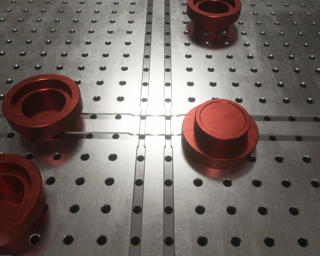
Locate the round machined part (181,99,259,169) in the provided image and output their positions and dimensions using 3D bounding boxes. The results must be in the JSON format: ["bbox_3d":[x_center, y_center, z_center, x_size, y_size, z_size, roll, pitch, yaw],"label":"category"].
[{"bbox_3d":[0.077,0.000,0.397,0.099,0.042,0.098,0,50,0],"label":"round machined part"}]

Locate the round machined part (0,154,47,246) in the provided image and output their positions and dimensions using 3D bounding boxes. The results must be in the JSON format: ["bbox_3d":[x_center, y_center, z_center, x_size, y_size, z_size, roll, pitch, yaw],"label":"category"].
[{"bbox_3d":[-0.170,0.079,0.328,0.099,0.042,0.098,0,50,0],"label":"round machined part"}]

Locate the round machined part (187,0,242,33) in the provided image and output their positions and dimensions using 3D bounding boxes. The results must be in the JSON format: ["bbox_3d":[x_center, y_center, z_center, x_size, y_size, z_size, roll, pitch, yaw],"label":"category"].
[{"bbox_3d":[0.099,-0.215,0.578,0.099,0.042,0.098,0,50,0],"label":"round machined part"}]

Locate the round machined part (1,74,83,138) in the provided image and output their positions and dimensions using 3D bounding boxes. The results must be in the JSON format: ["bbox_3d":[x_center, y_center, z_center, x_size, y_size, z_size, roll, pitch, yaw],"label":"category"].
[{"bbox_3d":[-0.153,-0.025,0.416,0.099,0.042,0.098,0,50,0],"label":"round machined part"}]
